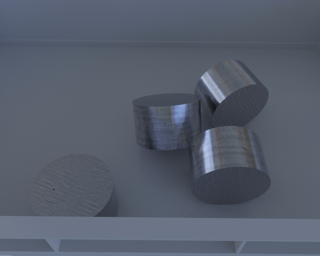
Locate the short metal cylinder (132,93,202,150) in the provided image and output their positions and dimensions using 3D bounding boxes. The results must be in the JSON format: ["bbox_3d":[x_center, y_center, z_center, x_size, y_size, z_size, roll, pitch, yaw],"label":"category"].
[{"bbox_3d":[0.009,-0.010,0.374,0.081,0.050,0.080,-4,16,1],"label":"short metal cylinder"}]

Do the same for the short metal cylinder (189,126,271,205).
[{"bbox_3d":[0.073,0.042,0.335,0.081,0.080,0.050,0,50,-1],"label":"short metal cylinder"}]

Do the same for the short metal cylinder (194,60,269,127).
[{"bbox_3d":[0.092,-0.042,0.406,0.081,0.080,0.050,-17,52,-14],"label":"short metal cylinder"}]

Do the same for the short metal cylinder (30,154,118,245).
[{"bbox_3d":[-0.087,0.074,0.326,0.081,0.050,0.080,0,50,0],"label":"short metal cylinder"}]

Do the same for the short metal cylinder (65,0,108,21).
[{"bbox_3d":[-0.144,-0.251,0.601,0.081,0.050,0.080,0,50,0],"label":"short metal cylinder"}]
